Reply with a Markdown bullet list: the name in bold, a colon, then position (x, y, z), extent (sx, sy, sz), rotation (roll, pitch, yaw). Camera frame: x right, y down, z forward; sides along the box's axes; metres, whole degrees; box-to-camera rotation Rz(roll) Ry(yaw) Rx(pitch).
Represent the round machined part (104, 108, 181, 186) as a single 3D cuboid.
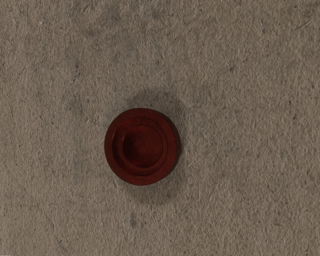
- **round machined part**: position (-0.020, 0.023, 0.406), extent (0.098, 0.042, 0.097), rotation (0, 90, 19)
